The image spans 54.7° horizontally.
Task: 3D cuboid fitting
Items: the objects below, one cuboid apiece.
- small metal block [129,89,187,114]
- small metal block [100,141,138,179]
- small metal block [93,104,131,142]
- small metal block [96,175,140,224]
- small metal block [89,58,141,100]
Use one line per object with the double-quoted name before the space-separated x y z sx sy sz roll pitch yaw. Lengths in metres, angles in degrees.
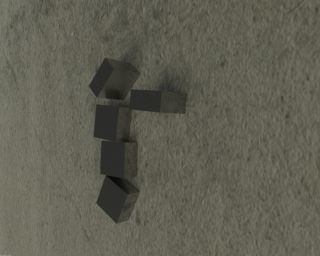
"small metal block" -0.002 -0.033 0.389 0.050 0.050 0.025 9 96 39
"small metal block" -0.060 0.044 0.452 0.050 0.025 0.050 2 90 39
"small metal block" -0.071 -0.008 0.461 0.050 0.025 0.050 9 95 39
"small metal block" -0.062 0.102 0.454 0.050 0.025 0.050 33 111 34
"small metal block" -0.064 -0.068 0.439 0.025 0.050 0.050 52 120 27
